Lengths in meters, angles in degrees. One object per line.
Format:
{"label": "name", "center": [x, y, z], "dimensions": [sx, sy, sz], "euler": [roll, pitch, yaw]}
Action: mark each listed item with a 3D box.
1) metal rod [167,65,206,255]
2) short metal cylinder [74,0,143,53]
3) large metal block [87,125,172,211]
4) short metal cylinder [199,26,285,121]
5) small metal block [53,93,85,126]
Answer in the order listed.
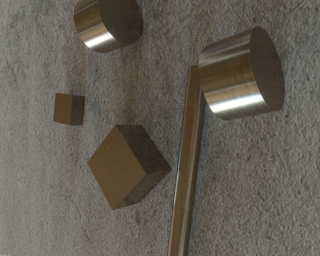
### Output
{"label": "metal rod", "center": [0.031, 0.076, 0.378], "dimensions": [0.025, 0.025, 0.298], "euler": [10, 96, 39]}
{"label": "short metal cylinder", "center": [-0.069, -0.148, 0.424], "dimensions": [0.050, 0.081, 0.080], "euler": [-7, 86, 39]}
{"label": "large metal block", "center": [-0.044, 0.052, 0.423], "dimensions": [0.080, 0.050, 0.080], "euler": [-50, 61, 28]}
{"label": "short metal cylinder", "center": [0.081, -0.051, 0.301], "dimensions": [0.050, 0.081, 0.080], "euler": [-12, 83, 39]}
{"label": "small metal block", "center": [-0.156, -0.032, 0.530], "dimensions": [0.050, 0.025, 0.050], "euler": [11, 97, 39]}
